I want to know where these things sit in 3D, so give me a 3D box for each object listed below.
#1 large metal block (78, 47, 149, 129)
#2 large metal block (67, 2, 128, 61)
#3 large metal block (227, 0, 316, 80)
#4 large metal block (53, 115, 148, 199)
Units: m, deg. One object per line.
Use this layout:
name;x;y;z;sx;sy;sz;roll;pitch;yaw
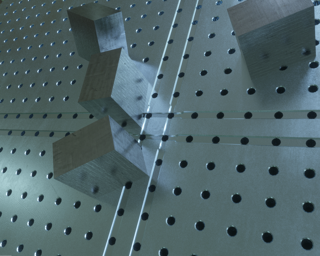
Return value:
large metal block;-0.061;-0.051;0.435;0.050;0.080;0.080;-7;59;24
large metal block;-0.101;-0.153;0.508;0.050;0.079;0.080;-32;46;-29
large metal block;0.135;-0.114;0.372;0.080;0.080;0.050;-20;54;16
large metal block;-0.073;0.039;0.386;0.080;0.080;0.050;-26;53;12
